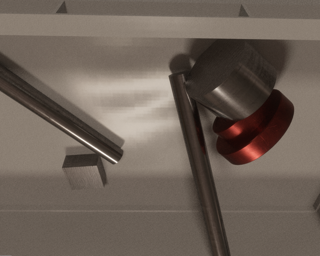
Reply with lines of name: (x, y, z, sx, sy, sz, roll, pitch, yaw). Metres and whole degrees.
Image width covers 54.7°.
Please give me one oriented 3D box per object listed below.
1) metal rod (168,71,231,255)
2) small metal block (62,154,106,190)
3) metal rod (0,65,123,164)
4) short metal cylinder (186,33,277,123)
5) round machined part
metal rod: (0.059, 0.075, 0.400, 0.025, 0.025, 0.298, -12, 107, 9)
small metal block: (-0.112, 0.066, 0.464, 0.050, 0.025, 0.050, -4, 130, 3)
metal rod: (-0.164, -0.041, 0.371, 0.025, 0.025, 0.301, -36, 122, 26)
short metal cylinder: (0.074, -0.053, 0.329, 0.050, 0.080, 0.080, 34, 122, -25)
round machined part: (0.100, -0.009, 0.358, 0.042, 0.098, 0.098, 40, 121, -12)
